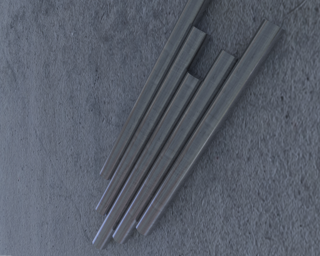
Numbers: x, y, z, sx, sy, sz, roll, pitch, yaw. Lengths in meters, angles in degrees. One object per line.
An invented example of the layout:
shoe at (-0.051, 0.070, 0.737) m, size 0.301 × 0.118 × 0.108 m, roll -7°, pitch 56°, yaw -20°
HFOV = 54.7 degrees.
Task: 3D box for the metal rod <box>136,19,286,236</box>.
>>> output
metal rod at (0.046, 0.017, 0.366) m, size 0.025 × 0.025 × 0.298 m, roll 44°, pitch 116°, yaw 31°

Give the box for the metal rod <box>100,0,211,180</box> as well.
metal rod at (-0.012, -0.049, 0.414) m, size 0.025 × 0.025 × 0.298 m, roll 44°, pitch 116°, yaw 31°

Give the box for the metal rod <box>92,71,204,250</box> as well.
metal rod at (-0.025, 0.058, 0.425) m, size 0.025 × 0.025 × 0.298 m, roll 44°, pitch 116°, yaw 31°

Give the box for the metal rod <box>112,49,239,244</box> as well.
metal rod at (0.010, 0.039, 0.396) m, size 0.025 × 0.025 × 0.298 m, roll 44°, pitch 116°, yaw 31°

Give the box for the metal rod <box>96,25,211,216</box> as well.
metal rod at (-0.019, 0.005, 0.420) m, size 0.025 × 0.025 × 0.298 m, roll 44°, pitch 116°, yaw 31°
